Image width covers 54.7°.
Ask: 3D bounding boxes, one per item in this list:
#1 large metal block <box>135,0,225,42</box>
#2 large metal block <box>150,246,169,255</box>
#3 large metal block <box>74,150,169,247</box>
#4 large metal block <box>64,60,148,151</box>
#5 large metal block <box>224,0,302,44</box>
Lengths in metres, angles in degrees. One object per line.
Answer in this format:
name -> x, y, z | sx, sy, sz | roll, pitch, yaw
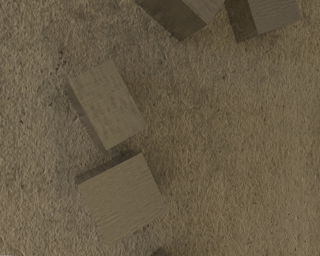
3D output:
large metal block -> 0.025, -0.163, 0.388 | 0.080, 0.080, 0.050 | 38, 78, -16
large metal block -> -0.001, 0.217, 0.396 | 0.080, 0.050, 0.080 | -35, 102, -17
large metal block -> -0.048, 0.081, 0.378 | 0.081, 0.050, 0.080 | -26, 99, -18
large metal block -> -0.066, -0.024, 0.355 | 0.050, 0.080, 0.080 | -30, 100, -17
large metal block -> 0.146, -0.178, 0.449 | 0.081, 0.050, 0.080 | -22, 98, -19
